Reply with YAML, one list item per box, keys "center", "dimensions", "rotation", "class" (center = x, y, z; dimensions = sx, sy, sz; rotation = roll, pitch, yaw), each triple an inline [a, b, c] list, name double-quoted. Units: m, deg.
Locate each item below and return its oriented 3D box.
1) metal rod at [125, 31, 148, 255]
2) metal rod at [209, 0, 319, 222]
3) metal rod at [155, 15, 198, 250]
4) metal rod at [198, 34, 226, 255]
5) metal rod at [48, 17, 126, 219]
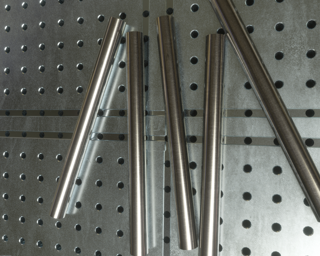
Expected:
- center: [-0.032, 0.021, 0.422]
  dimensions: [0.025, 0.025, 0.298]
  rotation: [-1, 90, 19]
  class: "metal rod"
- center: [0.129, -0.035, 0.366]
  dimensions: [0.025, 0.025, 0.299]
  rotation: [-26, 82, 18]
  class: "metal rod"
- center: [0.021, 0.004, 0.404]
  dimensions: [0.025, 0.025, 0.298]
  rotation: [-7, 88, 19]
  class: "metal rod"
- center: [0.065, 0.035, 0.389]
  dimensions: [0.025, 0.025, 0.298]
  rotation: [2, 91, 19]
  class: "metal rod"
- center: [-0.107, -0.010, 0.448]
  dimensions: [0.025, 0.025, 0.298]
  rotation: [21, 97, 18]
  class: "metal rod"
